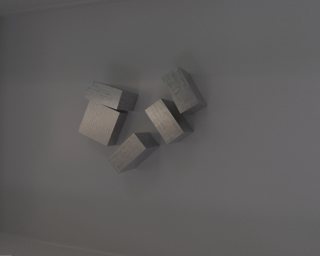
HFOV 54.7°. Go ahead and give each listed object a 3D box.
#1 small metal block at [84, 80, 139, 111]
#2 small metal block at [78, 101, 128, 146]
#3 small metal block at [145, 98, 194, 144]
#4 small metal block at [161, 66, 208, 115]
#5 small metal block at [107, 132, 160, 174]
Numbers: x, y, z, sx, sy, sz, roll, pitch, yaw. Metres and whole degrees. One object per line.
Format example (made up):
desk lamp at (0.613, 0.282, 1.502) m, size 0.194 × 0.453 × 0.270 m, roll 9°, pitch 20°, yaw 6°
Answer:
small metal block at (-0.065, -0.043, 0.420) m, size 0.050 × 0.050 × 0.025 m, roll 20°, pitch 97°, yaw 19°
small metal block at (-0.081, -0.008, 0.439) m, size 0.050 × 0.025 × 0.050 m, roll 25°, pitch 98°, yaw 18°
small metal block at (0.013, -0.008, 0.392) m, size 0.025 × 0.050 × 0.050 m, roll -37°, pitch 78°, yaw 16°
small metal block at (0.031, -0.045, 0.386) m, size 0.025 × 0.050 × 0.050 m, roll -31°, pitch 80°, yaw 17°
small metal block at (-0.034, 0.032, 0.409) m, size 0.050 × 0.050 × 0.025 m, roll -43°, pitch 77°, yaw 15°
